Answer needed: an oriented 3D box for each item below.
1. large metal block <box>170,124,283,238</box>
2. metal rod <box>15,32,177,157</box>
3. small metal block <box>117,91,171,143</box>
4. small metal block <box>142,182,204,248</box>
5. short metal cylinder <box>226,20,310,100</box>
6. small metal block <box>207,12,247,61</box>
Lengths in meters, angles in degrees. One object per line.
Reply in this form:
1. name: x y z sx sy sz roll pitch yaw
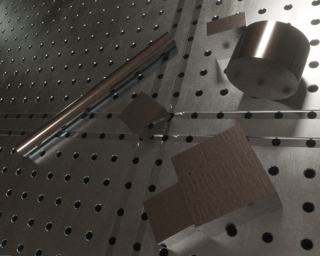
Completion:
1. large metal block: 0.067 0.056 0.322 0.080 0.050 0.080 -28 52 10
2. metal rod: -0.103 -0.052 0.491 0.300 0.025 0.025 -36 51 3
3. small metal block: -0.022 -0.016 0.428 0.050 0.025 0.050 -47 52 -5
4. small metal block: 0.015 0.095 0.341 0.050 0.025 0.050 -31 52 7
5. short metal cylinder: 0.123 -0.075 0.354 0.080 0.080 0.050 13 69 33
6. small metal block: 0.095 -0.122 0.417 0.050 0.050 0.025 -10 58 23
